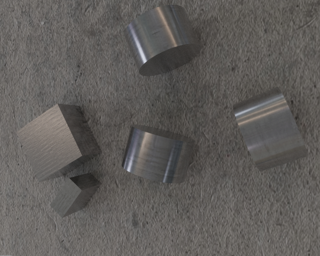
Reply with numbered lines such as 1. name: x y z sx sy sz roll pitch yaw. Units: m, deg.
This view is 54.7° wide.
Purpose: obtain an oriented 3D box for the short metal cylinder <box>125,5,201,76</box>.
1. short metal cylinder: 0.003 -0.104 0.378 0.080 0.080 0.050 -24 82 18

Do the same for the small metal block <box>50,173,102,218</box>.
1. small metal block: -0.117 0.093 0.437 0.025 0.050 0.050 40 103 15

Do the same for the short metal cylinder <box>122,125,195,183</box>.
1. short metal cylinder: -0.002 0.030 0.380 0.080 0.080 0.050 16 96 19

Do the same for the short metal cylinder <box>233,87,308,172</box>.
1. short metal cylinder: 0.119 0.002 0.338 0.050 0.080 0.080 -23 83 18

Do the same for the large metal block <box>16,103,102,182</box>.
1. large metal block: -0.145 0.021 0.447 0.080 0.050 0.080 -31 80 17
